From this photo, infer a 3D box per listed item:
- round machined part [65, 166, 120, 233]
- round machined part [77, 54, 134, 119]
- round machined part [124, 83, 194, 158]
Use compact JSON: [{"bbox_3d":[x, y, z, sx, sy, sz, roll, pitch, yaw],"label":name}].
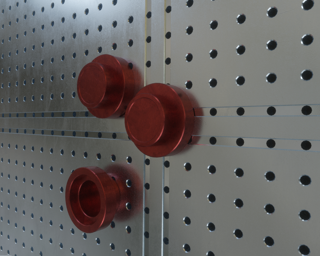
[{"bbox_3d":[-0.100,0.107,0.478,0.098,0.042,0.097,0,90,39],"label":"round machined part"},{"bbox_3d":[-0.088,-0.063,0.469,0.098,0.042,0.097,0,90,39],"label":"round machined part"},{"bbox_3d":[-0.008,-0.010,0.403,0.098,0.042,0.097,0,90,39],"label":"round machined part"}]
